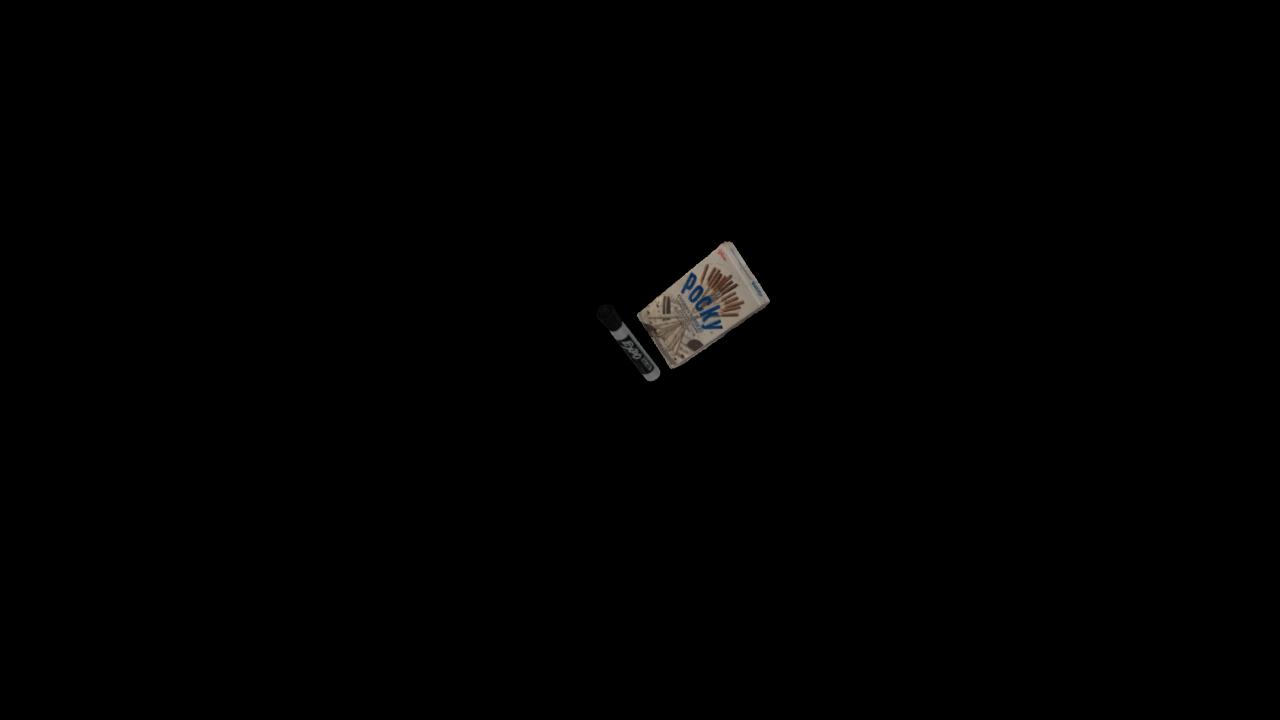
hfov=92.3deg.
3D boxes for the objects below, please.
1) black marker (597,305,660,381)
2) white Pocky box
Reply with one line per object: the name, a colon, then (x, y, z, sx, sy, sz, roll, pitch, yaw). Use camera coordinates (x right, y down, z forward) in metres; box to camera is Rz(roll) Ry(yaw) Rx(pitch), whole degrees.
black marker: (-0.011, -0.017, 0.634, 0.020, 0.020, 0.121, 0, -33, 30)
white Pocky box: (0.070, -0.060, 0.718, 0.154, 0.084, 0.028, -37, -8, 40)
